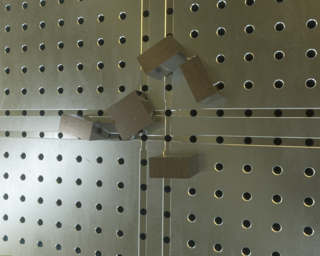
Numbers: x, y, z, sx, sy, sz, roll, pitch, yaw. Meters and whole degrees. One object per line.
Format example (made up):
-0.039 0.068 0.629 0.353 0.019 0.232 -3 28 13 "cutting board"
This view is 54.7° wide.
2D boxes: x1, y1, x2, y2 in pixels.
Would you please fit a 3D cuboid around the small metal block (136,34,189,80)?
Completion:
0.006 -0.089 0.397 0.050 0.050 0.025 -31 80 17 "small metal block"

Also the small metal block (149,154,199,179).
0.019 0.047 0.392 0.050 0.050 0.025 -2 89 19 "small metal block"

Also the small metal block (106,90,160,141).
-0.037 -0.016 0.425 0.050 0.025 0.050 -32 80 16 "small metal block"

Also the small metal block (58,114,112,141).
-0.104 -0.001 0.435 0.050 0.050 0.025 15 95 19 "small metal block"

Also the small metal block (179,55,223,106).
0.052 -0.057 0.381 0.025 0.050 0.050 -27 81 18 "small metal block"
